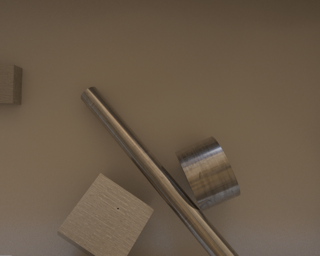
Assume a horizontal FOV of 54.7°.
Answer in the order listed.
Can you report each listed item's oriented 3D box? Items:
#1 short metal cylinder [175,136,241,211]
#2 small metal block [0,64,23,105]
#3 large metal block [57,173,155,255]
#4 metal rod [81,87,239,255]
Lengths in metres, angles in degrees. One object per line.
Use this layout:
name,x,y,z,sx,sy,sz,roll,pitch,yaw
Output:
short metal cylinder,0.058,0.057,0.385,0.050,0.080,0.080,-24,90,0
small metal block,-0.213,-0.057,0.409,0.050,0.025,0.050,2,90,-1
large metal block,-0.067,0.116,0.382,0.080,0.050,0.080,34,60,0
metal rod,0.001,0.063,0.373,0.025,0.025,0.300,-41,75,0
